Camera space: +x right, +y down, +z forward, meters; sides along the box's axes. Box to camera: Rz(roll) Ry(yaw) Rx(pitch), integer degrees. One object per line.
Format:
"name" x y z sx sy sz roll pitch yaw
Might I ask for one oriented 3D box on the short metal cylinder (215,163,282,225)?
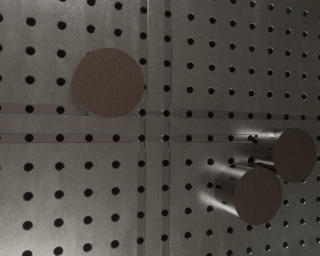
"short metal cylinder" 0.127 0.094 0.448 0.081 0.050 0.079 0 90 -21

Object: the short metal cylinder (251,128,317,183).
"short metal cylinder" 0.187 0.039 0.471 0.081 0.050 0.079 0 90 -21

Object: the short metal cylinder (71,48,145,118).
"short metal cylinder" -0.065 -0.052 0.376 0.081 0.050 0.079 0 90 -20
